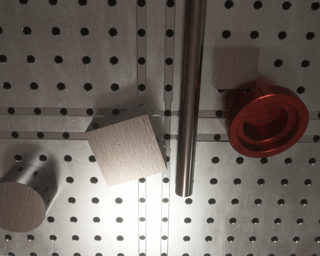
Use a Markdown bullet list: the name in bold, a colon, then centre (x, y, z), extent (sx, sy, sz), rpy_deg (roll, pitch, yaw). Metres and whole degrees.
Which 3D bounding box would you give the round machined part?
- **round machined part**: centre (0.130, -0.012, 0.393), extent (0.099, 0.042, 0.097), rpy_deg (-3, 127, -3)

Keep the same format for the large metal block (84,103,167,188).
- **large metal block**: centre (-0.041, 0.022, 0.408), extent (0.080, 0.050, 0.080), rpy_deg (-17, 110, 5)

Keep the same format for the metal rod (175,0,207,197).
- **metal rod**: centre (0.039, -0.046, 0.396), extent (0.025, 0.025, 0.298), rpy_deg (1, 110, -1)

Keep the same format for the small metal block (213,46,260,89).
- **small metal block**: centre (0.094, -0.076, 0.387), extent (0.050, 0.025, 0.050), rpy_deg (-1, 110, 0)

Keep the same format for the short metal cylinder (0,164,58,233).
- **short metal cylinder**: centre (-0.192, 0.097, 0.433), extent (0.081, 0.050, 0.079), rpy_deg (0, 110, -1)
